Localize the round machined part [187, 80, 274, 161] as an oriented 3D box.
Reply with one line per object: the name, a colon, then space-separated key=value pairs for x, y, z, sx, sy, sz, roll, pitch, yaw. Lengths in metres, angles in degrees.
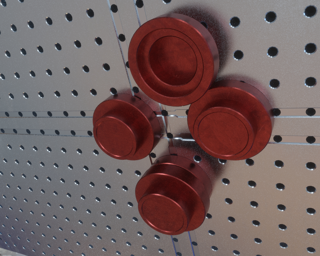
round machined part: x=0.077 y=-0.002 z=0.357 sx=0.098 sy=0.042 sz=0.097 roll=13 pitch=124 yaw=20

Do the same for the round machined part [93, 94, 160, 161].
round machined part: x=-0.053 y=0.005 z=0.430 sx=0.098 sy=0.042 sz=0.097 roll=13 pitch=124 yaw=20

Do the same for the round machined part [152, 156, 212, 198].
round machined part: x=0.021 y=0.091 z=0.444 sx=0.098 sy=0.042 sz=0.097 roll=13 pitch=124 yaw=20

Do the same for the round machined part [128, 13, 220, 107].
round machined part: x=0.018 y=-0.076 z=0.343 sx=0.098 sy=0.042 sz=0.097 roll=13 pitch=124 yaw=20

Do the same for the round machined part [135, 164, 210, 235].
round machined part: x=0.011 y=0.099 z=0.400 sx=0.098 sy=0.042 sz=0.097 roll=13 pitch=124 yaw=20
